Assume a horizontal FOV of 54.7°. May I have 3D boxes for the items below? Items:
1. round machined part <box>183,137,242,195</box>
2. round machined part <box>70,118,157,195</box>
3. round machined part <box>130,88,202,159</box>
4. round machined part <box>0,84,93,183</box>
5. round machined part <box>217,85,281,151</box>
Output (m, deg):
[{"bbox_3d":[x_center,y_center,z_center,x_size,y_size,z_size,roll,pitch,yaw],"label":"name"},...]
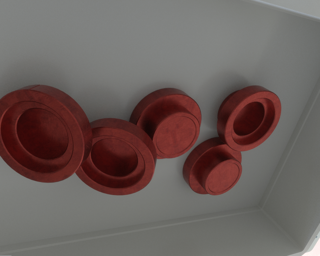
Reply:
[{"bbox_3d":[0.089,0.066,0.487,0.099,0.042,0.097,-14,124,-21],"label":"round machined part"},{"bbox_3d":[-0.052,0.030,0.369,0.099,0.042,0.097,3,121,6],"label":"round machined part"},{"bbox_3d":[0.012,0.001,0.405,0.099,0.042,0.097,-14,124,-21],"label":"round machined part"},{"bbox_3d":[-0.115,0.003,0.316,0.098,0.042,0.097,4,112,10],"label":"round machined part"},{"bbox_3d":[0.125,-0.018,0.455,0.099,0.042,0.097,-14,124,-21],"label":"round machined part"}]
